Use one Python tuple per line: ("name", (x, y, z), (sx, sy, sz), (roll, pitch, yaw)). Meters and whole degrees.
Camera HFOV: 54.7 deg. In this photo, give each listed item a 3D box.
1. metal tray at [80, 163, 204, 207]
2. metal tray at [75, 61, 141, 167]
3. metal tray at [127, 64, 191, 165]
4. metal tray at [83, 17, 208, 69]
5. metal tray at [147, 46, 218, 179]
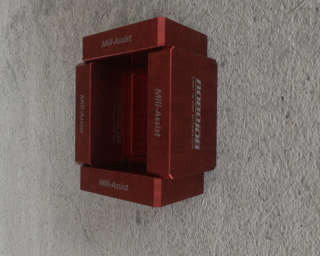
("metal tray", (-0.023, 0.063, 0.381), (0.130, 0.091, 0.030), (1, 91, 39))
("metal tray", (-0.067, -0.018, 0.416), (0.030, 0.091, 0.129), (1, 91, 40))
("metal tray", (-0.001, -0.017, 0.402), (0.090, 0.030, 0.129), (1, 91, 39))
("metal tray", (-0.020, -0.096, 0.378), (0.130, 0.091, 0.030), (1, 91, 39))
("metal tray", (0.027, -0.015, 0.339), (0.030, 0.091, 0.129), (1, 91, 40))
